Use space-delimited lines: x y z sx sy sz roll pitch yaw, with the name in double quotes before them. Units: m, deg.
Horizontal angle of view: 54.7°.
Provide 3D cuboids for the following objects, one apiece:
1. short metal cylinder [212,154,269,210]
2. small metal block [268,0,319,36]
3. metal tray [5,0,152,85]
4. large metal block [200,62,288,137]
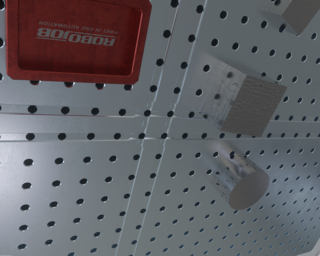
"short metal cylinder" 0.136 0.091 0.526 0.081 0.050 0.079 -14 124 -21
"small metal block" 0.180 -0.160 0.410 0.050 0.025 0.050 25 105 -37
"metal tray" -0.080 -0.092 0.306 0.131 0.030 0.089 -2 119 -28
"large metal block" 0.116 -0.038 0.435 0.081 0.050 0.079 8 114 -32
